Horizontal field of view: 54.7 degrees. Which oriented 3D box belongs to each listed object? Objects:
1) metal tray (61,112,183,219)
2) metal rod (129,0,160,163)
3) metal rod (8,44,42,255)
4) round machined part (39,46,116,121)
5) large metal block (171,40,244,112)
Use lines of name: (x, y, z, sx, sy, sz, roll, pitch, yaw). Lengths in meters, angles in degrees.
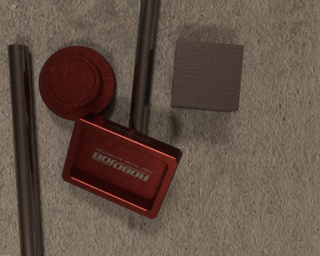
metal tray: (-0.049, 0.046, 0.384, 0.131, 0.030, 0.089, 22, 111, 6)
metal rod: (-0.019, -0.101, 0.409, 0.025, 0.025, 0.298, 6, 90, -1)
metal rod: (-0.177, 0.042, 0.407, 0.025, 0.025, 0.298, -4, 90, -1)
round machined part: (-0.108, -0.058, 0.400, 0.099, 0.042, 0.097, 0, 90, -1)
large metal block: (0.058, -0.064, 0.398, 0.081, 0.050, 0.079, 5, 90, -1)
